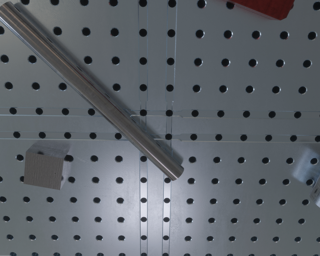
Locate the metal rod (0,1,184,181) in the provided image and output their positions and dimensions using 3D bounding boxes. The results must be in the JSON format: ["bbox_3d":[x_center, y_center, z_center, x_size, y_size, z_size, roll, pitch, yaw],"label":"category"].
[{"bbox_3d":[-0.079,-0.037,0.399,0.025,0.025,0.300,-42,105,14],"label":"metal rod"}]

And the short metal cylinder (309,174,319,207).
[{"bbox_3d":[0.254,0.088,0.419,0.080,0.080,0.050,16,109,-6],"label":"short metal cylinder"}]

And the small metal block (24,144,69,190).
[{"bbox_3d":[-0.158,0.055,0.432,0.050,0.025,0.050,11,110,-5],"label":"small metal block"}]

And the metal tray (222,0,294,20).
[{"bbox_3d":[0.096,-0.186,0.343,0.131,0.030,0.089,19,109,-7],"label":"metal tray"}]
